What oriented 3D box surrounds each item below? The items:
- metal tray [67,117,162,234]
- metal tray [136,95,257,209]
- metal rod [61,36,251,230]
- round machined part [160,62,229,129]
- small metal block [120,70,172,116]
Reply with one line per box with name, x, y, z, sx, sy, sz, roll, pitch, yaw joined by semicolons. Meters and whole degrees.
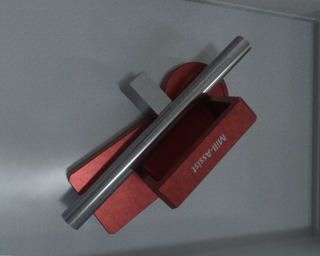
metal tray;-0.038;0.056;0.393;0.131;0.030;0.090;-37;102;-17
metal tray;0.035;0.020;0.348;0.130;0.090;0.030;-46;108;-8
metal rod;0.003;-0.002;0.370;0.300;0.025;0.025;-46;105;-10
round machined part;0.052;-0.041;0.420;0.099;0.042;0.097;0;90;-21
small metal block;-0.019;-0.042;0.390;0.025;0.050;0.050;-47;105;-14
